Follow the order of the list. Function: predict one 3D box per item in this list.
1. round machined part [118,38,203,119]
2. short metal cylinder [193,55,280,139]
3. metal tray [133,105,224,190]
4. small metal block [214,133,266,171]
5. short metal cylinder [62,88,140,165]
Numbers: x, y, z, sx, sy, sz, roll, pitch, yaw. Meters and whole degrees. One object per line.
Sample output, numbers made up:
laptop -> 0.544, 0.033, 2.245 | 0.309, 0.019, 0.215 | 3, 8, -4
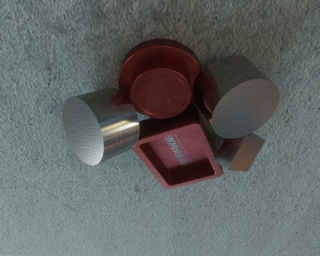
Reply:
round machined part -> 0.001, -0.049, 0.357 | 0.099, 0.042, 0.097 | 0, 130, 0
short metal cylinder -> 0.085, -0.034, 0.350 | 0.081, 0.050, 0.079 | -12, 134, -13
metal tray -> 0.026, 0.032, 0.418 | 0.090, 0.030, 0.130 | -17, 138, 14
small metal block -> 0.106, 0.029, 0.411 | 0.050, 0.025, 0.050 | 11, 110, -44
short metal cylinder -> -0.070, -0.003, 0.361 | 0.050, 0.080, 0.079 | -23, 146, -41
